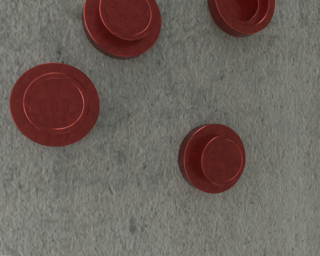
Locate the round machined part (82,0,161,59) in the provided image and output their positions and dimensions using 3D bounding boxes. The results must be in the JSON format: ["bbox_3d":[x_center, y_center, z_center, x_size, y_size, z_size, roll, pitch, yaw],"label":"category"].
[{"bbox_3d":[-0.044,-0.138,0.384,0.099,0.042,0.097,0,90,-21],"label":"round machined part"}]

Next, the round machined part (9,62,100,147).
[{"bbox_3d":[-0.119,-0.027,0.356,0.099,0.042,0.097,0,90,-21],"label":"round machined part"}]

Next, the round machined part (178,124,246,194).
[{"bbox_3d":[0.079,0.043,0.431,0.099,0.042,0.097,0,90,-21],"label":"round machined part"}]

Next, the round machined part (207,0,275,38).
[{"bbox_3d":[0.111,-0.178,0.442,0.099,0.042,0.097,0,90,-21],"label":"round machined part"}]
